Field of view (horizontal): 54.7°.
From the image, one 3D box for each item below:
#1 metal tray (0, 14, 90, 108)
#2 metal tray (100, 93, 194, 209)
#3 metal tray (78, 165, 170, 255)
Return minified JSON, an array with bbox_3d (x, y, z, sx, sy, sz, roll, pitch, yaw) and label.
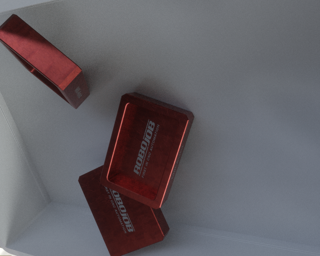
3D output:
[{"bbox_3d":[-0.134,-0.072,0.376,0.090,0.030,0.130,40,170,-3],"label":"metal tray"},{"bbox_3d":[-0.019,0.028,0.402,0.090,0.030,0.129,21,105,15],"label":"metal tray"},{"bbox_3d":[-0.054,0.113,0.457,0.090,0.030,0.129,-26,84,16],"label":"metal tray"}]
